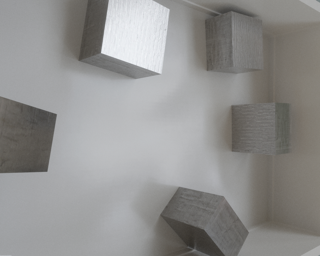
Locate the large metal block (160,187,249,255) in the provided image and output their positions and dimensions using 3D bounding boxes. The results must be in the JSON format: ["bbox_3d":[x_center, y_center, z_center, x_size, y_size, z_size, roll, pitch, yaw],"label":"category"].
[{"bbox_3d":[0.061,0.131,0.425,0.050,0.080,0.080,-51,120,-28],"label":"large metal block"}]

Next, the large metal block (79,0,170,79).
[{"bbox_3d":[-0.040,-0.108,0.358,0.081,0.050,0.080,12,83,-40],"label":"large metal block"}]

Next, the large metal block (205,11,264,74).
[{"bbox_3d":[0.119,-0.132,0.493,0.081,0.050,0.079,-5,93,-40],"label":"large metal block"}]

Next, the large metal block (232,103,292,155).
[{"bbox_3d":[0.168,0.001,0.515,0.050,0.080,0.079,-1,91,-40],"label":"large metal block"}]

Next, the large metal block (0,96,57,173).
[{"bbox_3d":[-0.139,0.004,0.234,0.080,0.080,0.050,32,64,-77],"label":"large metal block"}]
